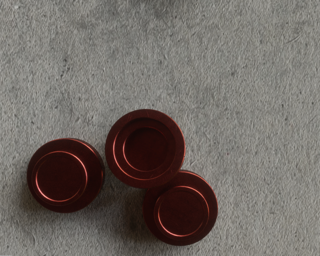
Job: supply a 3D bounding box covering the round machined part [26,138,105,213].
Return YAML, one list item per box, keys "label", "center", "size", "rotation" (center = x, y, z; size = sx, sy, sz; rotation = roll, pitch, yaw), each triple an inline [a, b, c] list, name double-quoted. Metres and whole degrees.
- label: "round machined part"
  center: [-0.124, 0.062, 0.400]
  size: [0.099, 0.042, 0.097]
  rotation: [0, 90, 0]

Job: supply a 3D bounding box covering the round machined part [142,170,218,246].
- label: "round machined part"
  center: [0.026, 0.105, 0.402]
  size: [0.099, 0.042, 0.097]
  rotation: [0, 90, 0]

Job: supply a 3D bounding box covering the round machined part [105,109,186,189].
- label: "round machined part"
  center: [-0.016, 0.028, 0.395]
  size: [0.099, 0.042, 0.098]
  rotation: [-1, 81, 5]
